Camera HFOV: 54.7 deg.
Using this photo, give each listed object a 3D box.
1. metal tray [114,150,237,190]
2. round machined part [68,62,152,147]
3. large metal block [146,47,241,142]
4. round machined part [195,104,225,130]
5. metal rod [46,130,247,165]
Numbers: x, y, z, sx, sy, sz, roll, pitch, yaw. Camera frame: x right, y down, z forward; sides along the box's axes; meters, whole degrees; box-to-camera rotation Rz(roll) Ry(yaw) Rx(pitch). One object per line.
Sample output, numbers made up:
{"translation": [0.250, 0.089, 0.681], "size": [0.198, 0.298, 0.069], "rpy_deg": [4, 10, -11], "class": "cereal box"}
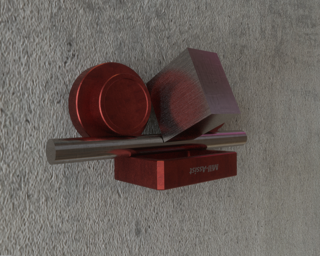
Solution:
{"translation": [0.021, 0.046, 0.384], "size": [0.131, 0.090, 0.030], "rpy_deg": [-2, 91, -40], "class": "metal tray"}
{"translation": [-0.049, -0.026, 0.353], "size": [0.099, 0.042, 0.097], "rpy_deg": [0, 90, -40], "class": "round machined part"}
{"translation": [0.036, -0.036, 0.368], "size": [0.050, 0.080, 0.080], "rpy_deg": [-3, 68, -41], "class": "large metal block"}
{"translation": [0.062, -0.031, 0.448], "size": [0.099, 0.042, 0.097], "rpy_deg": [0, 90, -40], "class": "round machined part"}
{"translation": [0.012, 0.019, 0.391], "size": [0.302, 0.025, 0.025], "rpy_deg": [-2, 91, -40], "class": "metal rod"}
